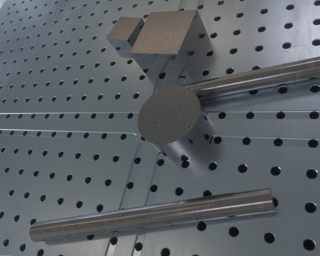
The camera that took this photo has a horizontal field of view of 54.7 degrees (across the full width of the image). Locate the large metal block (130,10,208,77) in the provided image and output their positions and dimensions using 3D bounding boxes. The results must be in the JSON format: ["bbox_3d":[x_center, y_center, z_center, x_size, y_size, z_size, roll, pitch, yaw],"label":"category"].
[{"bbox_3d":[0.015,-0.126,0.462,0.080,0.050,0.080,10,67,32],"label":"large metal block"}]

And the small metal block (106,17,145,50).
[{"bbox_3d":[-0.057,-0.165,0.540,0.050,0.025,0.050,18,71,35],"label":"small metal block"}]

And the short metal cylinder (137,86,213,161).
[{"bbox_3d":[0.019,-0.005,0.385,0.080,0.050,0.080,-13,56,21],"label":"short metal cylinder"}]

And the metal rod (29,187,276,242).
[{"bbox_3d":[-0.026,0.104,0.357,0.301,0.025,0.025,-14,56,20],"label":"metal rod"}]

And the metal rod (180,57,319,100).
[{"bbox_3d":[0.158,-0.065,0.365,0.301,0.025,0.025,-9,58,23],"label":"metal rod"}]
